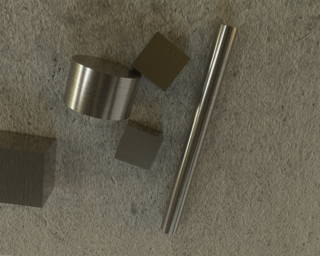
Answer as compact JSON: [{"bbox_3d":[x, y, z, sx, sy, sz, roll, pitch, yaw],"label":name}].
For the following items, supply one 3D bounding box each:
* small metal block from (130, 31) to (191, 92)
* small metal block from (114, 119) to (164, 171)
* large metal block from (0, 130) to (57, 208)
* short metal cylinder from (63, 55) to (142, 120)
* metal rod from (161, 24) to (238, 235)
[{"bbox_3d":[0.000,-0.079,0.374,0.050,0.025,0.050,37,91,-13],"label":"small metal block"},{"bbox_3d":[-0.028,0.023,0.418,0.050,0.025,0.050,21,109,-8],"label":"small metal block"},{"bbox_3d":[-0.188,0.054,0.414,0.081,0.050,0.079,9,110,-4],"label":"large metal block"},{"bbox_3d":[-0.067,-0.048,0.362,0.080,0.080,0.050,16,110,-6],"label":"short metal cylinder"},{"bbox_3d":[0.047,0.016,0.416,0.025,0.025,0.298,12,110,-5],"label":"metal rod"}]
